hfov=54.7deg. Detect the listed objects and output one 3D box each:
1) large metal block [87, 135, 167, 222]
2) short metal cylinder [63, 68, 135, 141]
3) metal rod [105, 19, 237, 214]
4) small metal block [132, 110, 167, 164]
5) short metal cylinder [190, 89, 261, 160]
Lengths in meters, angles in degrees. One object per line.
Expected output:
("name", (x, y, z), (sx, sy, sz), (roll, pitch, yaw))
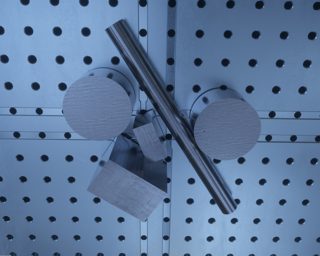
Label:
("large metal block", (-0.038, 0.061, 0.401), (0.080, 0.080, 0.050), (33, 108, -11))
("short metal cylinder", (-0.073, -0.030, 0.384), (0.081, 0.050, 0.079), (0, 110, 0))
("metal rod", (0.024, -0.002, 0.409), (0.025, 0.025, 0.299), (-30, 108, 10))
("small metal block", (-0.012, 0.010, 0.399), (0.025, 0.050, 0.050), (-20, 109, 7))
("short metal cylinder", (0.081, -0.006, 0.395), (0.081, 0.050, 0.079), (0, 110, 0))
